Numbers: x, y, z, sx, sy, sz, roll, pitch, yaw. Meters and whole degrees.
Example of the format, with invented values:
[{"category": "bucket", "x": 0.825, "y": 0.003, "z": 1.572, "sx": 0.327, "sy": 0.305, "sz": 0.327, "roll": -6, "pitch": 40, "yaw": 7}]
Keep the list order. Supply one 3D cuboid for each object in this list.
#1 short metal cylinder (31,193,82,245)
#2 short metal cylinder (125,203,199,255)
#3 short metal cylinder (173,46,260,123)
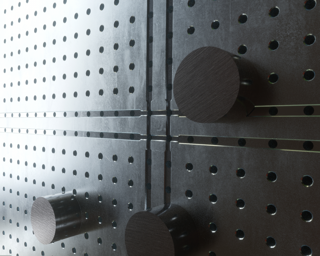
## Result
[{"category": "short metal cylinder", "x": -0.183, "y": 0.157, "z": 0.544, "sx": 0.080, "sy": 0.050, "sz": 0.079, "roll": 0, "pitch": 90, "yaw": 40}, {"category": "short metal cylinder", "x": 0.002, "y": 0.140, "z": 0.392, "sx": 0.080, "sy": 0.050, "sz": 0.079, "roll": 0, "pitch": 90, "yaw": 40}, {"category": "short metal cylinder", "x": 0.062, "y": -0.045, "z": 0.342, "sx": 0.080, "sy": 0.050, "sz": 0.079, "roll": 0, "pitch": 90, "yaw": 40}]
